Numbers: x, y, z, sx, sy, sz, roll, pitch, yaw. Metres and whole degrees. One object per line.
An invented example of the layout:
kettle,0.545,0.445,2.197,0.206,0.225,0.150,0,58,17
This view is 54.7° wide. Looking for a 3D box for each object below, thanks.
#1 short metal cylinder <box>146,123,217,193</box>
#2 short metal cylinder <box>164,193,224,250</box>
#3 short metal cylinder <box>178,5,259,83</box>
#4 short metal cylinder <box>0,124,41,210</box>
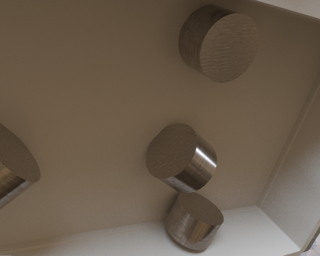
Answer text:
short metal cylinder,0.028,0.041,0.416,0.080,0.080,0.050,-47,130,4
short metal cylinder,0.054,0.146,0.495,0.081,0.080,0.050,14,111,-35
short metal cylinder,0.069,-0.100,0.370,0.081,0.050,0.079,-14,125,-21
short metal cylinder,-0.167,0.037,0.306,0.050,0.080,0.080,-38,130,-3
